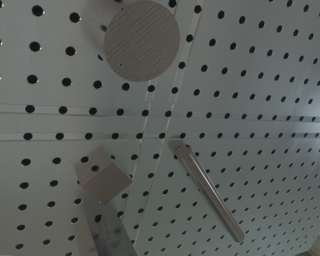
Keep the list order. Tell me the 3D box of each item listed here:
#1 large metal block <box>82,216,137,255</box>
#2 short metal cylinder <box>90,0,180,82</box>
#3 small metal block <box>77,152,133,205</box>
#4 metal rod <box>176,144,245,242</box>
[{"bbox_3d":[-0.077,0.190,0.453,0.050,0.080,0.079,-1,119,-28],"label":"large metal block"},{"bbox_3d":[-0.026,-0.095,0.323,0.081,0.050,0.079,-14,125,-21],"label":"short metal cylinder"},{"bbox_3d":[-0.073,0.068,0.415,0.050,0.025,0.050,-39,130,-2],"label":"small metal block"},{"bbox_3d":[0.099,0.130,0.548,0.025,0.025,0.299,-37,130,-4],"label":"metal rod"}]
